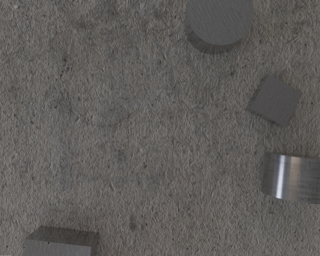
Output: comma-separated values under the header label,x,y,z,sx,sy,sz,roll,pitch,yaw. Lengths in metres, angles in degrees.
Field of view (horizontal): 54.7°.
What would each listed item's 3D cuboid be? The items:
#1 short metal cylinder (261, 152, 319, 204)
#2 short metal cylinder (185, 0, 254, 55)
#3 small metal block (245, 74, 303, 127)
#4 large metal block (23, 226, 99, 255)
label,x,y,z,sx,sy,sz,roll,pitch,yaw
short metal cylinder,0.169,0.059,0.384,0.080,0.080,0.050,6,90,0
short metal cylinder,0.073,-0.140,0.398,0.081,0.050,0.080,0,90,0
small metal block,0.151,-0.035,0.411,0.050,0.025,0.050,28,90,0
large metal block,-0.127,0.177,0.397,0.080,0.050,0.080,7,90,0
